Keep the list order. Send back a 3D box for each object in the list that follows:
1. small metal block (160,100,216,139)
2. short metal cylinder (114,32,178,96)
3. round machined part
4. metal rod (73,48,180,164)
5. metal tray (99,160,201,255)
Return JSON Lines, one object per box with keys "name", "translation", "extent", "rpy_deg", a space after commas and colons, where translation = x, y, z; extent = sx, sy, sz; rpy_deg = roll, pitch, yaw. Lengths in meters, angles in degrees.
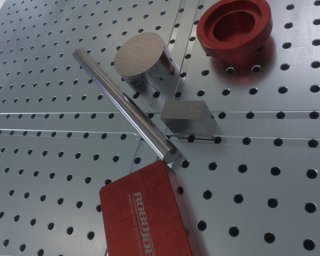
{"name": "small metal block", "translation": [0.036, -0.010, 0.380], "extent": [0.050, 0.050, 0.025], "rpy_deg": [3, 63, 29]}
{"name": "short metal cylinder", "translation": [-0.021, -0.095, 0.461], "extent": [0.080, 0.050, 0.080], "rpy_deg": [-13, 56, 21]}
{"name": "round machined part", "translation": [0.103, -0.132, 0.424], "extent": [0.098, 0.042, 0.098], "rpy_deg": [-13, 56, 21]}
{"name": "metal rod", "translation": [-0.066, -0.050, 0.473], "extent": [0.025, 0.025, 0.300], "rpy_deg": [-43, 51, -1]}
{"name": "metal tray", "translation": [-0.014, 0.111, 0.344], "extent": [0.090, 0.030, 0.130], "rpy_deg": [-27, 52, 11]}
